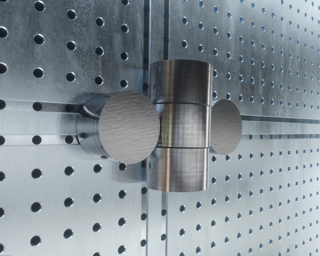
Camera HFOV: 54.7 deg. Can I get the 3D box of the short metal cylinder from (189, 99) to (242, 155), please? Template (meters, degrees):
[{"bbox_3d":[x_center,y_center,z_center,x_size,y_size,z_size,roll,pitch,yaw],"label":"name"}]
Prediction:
[{"bbox_3d":[0.077,-0.001,0.459,0.081,0.050,0.079,0,90,-40],"label":"short metal cylinder"}]

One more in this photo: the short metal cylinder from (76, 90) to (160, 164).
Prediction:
[{"bbox_3d":[-0.047,-0.001,0.354,0.081,0.050,0.079,0,90,-40],"label":"short metal cylinder"}]

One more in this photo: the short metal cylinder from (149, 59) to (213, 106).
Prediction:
[{"bbox_3d":[0.027,-0.053,0.397,0.081,0.080,0.050,3,88,-40],"label":"short metal cylinder"}]

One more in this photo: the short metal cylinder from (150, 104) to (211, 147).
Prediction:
[{"bbox_3d":[0.025,-0.002,0.395,0.081,0.080,0.050,2,89,-40],"label":"short metal cylinder"}]

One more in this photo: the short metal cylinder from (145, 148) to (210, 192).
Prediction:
[{"bbox_3d":[0.022,0.049,0.393,0.081,0.080,0.050,2,89,-40],"label":"short metal cylinder"}]
